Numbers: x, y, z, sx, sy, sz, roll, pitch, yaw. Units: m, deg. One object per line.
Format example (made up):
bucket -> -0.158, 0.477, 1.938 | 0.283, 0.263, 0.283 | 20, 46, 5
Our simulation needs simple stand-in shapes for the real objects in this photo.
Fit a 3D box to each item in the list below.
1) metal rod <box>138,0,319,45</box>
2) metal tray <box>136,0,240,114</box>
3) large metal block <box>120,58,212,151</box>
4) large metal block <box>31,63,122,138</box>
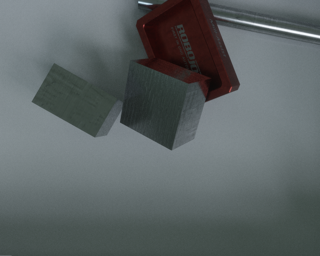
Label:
metal rod -> 0.122, -0.142, 0.412 | 0.302, 0.025, 0.025 | 11, 90, -1
metal tray -> 0.033, -0.092, 0.386 | 0.090, 0.030, 0.129 | -21, 91, 34
large metal block -> 0.005, -0.032, 0.369 | 0.080, 0.050, 0.079 | 27, 118, 28
large metal block -> -0.095, -0.031, 0.383 | 0.080, 0.080, 0.050 | 30, 90, -1
